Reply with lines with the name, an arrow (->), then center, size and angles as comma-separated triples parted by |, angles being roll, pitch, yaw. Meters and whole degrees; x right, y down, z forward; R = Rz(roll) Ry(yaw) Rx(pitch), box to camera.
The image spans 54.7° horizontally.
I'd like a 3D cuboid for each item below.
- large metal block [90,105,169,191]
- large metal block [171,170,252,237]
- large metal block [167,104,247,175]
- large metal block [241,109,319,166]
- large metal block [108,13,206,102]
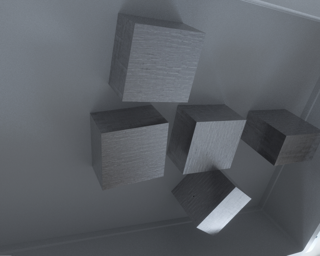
large metal block -> -0.039, 0.022, 0.385 | 0.081, 0.050, 0.079 | -9, 123, -24
large metal block -> 0.077, 0.104, 0.479 | 0.080, 0.080, 0.050 | -48, 129, 5
large metal block -> 0.063, 0.014, 0.435 | 0.081, 0.050, 0.079 | -3, 120, -27
large metal block -> 0.187, 0.011, 0.482 | 0.081, 0.080, 0.050 | -4, 120, -27
large metal block -> -0.006, -0.075, 0.342 | 0.081, 0.050, 0.079 | -2, 119, -28
